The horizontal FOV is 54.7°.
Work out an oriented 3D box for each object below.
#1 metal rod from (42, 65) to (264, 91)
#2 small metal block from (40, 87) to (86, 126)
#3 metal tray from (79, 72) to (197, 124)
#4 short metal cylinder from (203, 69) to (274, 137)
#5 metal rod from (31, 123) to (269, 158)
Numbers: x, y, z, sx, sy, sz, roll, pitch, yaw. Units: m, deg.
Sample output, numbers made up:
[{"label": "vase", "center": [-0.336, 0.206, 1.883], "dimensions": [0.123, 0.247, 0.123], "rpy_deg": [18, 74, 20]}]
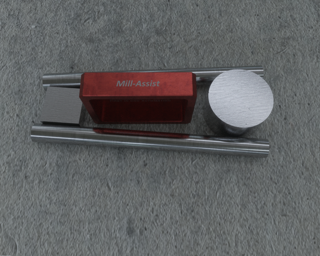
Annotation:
[{"label": "metal rod", "center": [-0.008, -0.070, 0.435], "dimensions": [0.302, 0.025, 0.025], "rpy_deg": [-2, 70, -1]}, {"label": "small metal block", "center": [-0.128, -0.027, 0.419], "dimensions": [0.050, 0.025, 0.050], "rpy_deg": [4, 70, 1]}, {"label": "metal tray", "center": [-0.024, -0.034, 0.386], "dimensions": [0.131, 0.090, 0.030], "rpy_deg": [0, 70, 0]}, {"label": "short metal cylinder", "center": [0.100, -0.030, 0.407], "dimensions": [0.081, 0.050, 0.080], "rpy_deg": [0, 70, 0]}, {"label": "metal rod", "center": [-0.013, 0.016, 0.403], "dimensions": [0.302, 0.025, 0.025], "rpy_deg": [4, 70, 1]}]
